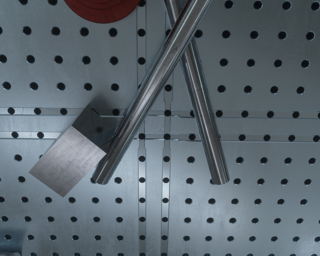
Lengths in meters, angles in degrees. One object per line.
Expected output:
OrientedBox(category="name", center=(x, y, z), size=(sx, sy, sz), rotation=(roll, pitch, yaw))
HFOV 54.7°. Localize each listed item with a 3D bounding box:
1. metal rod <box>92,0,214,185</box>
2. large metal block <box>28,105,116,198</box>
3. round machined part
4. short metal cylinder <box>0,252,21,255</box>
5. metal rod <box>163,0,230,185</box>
OrientedBox(category="metal rod", center=(-0.013, -0.045, 0.378), size=(0.025, 0.025, 0.298), rotation=(27, 114, -10))
OrientedBox(category="large metal block", center=(-0.107, 0.026, 0.392), size=(0.050, 0.080, 0.080), rotation=(42, 105, -14))
OrientedBox(category="round machined part", center=(-0.066, -0.166, 0.342), size=(0.099, 0.042, 0.097), rotation=(0, 110, -1))
OrientedBox(category="short metal cylinder", center=(-0.249, 0.229, 0.465), size=(0.050, 0.080, 0.079), rotation=(3, 110, -1))
OrientedBox(category="metal rod", center=(0.045, -0.060, 0.391), size=(0.025, 0.025, 0.298), rotation=(-16, 110, 5))
